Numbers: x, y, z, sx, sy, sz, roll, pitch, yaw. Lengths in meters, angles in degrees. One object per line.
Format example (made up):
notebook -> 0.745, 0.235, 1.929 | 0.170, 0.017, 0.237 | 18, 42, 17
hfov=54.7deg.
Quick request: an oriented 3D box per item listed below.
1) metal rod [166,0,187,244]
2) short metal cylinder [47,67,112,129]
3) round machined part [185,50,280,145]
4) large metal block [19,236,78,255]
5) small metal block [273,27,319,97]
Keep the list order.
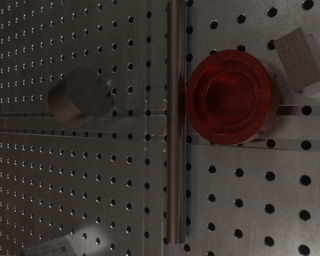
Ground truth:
metal rod -> 0.021, -0.008, 0.390 | 0.025, 0.025, 0.298 | 0, 90, 39
short metal cylinder -> -0.121, -0.045, 0.470 | 0.050, 0.081, 0.080 | -25, 75, 37
round machined part -> 0.079, -0.031, 0.332 | 0.098, 0.042, 0.097 | 0, 90, 39
large metal block -> -0.201, 0.244, 0.536 | 0.050, 0.081, 0.079 | 42, 115, 31
small metal block -> 0.133, -0.058, 0.283 | 0.025, 0.050, 0.050 | -27, 73, 37
